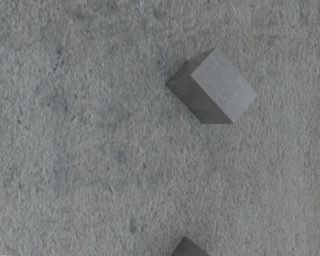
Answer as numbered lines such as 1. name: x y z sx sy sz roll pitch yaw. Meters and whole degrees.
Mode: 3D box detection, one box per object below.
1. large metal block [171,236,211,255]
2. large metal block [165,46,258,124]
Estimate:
1. large metal block: 0.042 0.199 0.397 0.050 0.080 0.080 44 76 -15
2. large metal block: 0.064 -0.051 0.405 0.080 0.080 0.050 45 76 -15
